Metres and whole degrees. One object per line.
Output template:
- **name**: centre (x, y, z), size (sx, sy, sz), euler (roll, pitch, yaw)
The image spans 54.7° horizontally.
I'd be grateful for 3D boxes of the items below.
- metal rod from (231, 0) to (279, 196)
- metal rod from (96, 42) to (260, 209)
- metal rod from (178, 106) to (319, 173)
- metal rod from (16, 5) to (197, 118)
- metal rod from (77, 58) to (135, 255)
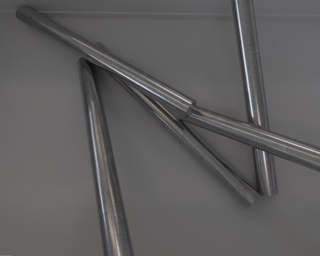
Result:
- **metal rod**: centre (0.110, -0.067, 0.373), size (0.025, 0.025, 0.298), euler (-9, 94, -3)
- **metal rod**: centre (0.010, -0.013, 0.414), size (0.025, 0.025, 0.300), euler (-42, 75, -14)
- **metal rod**: centre (0.152, 0.027, 0.329), size (0.300, 0.025, 0.025), euler (22, 70, 29)
- **metal rod**: centre (-0.084, -0.097, 0.417), size (0.300, 0.025, 0.025), euler (32, 73, 18)
- **metal rod**: centre (-0.068, 0.013, 0.345), size (0.025, 0.025, 0.300), euler (-15, 48, -5)
